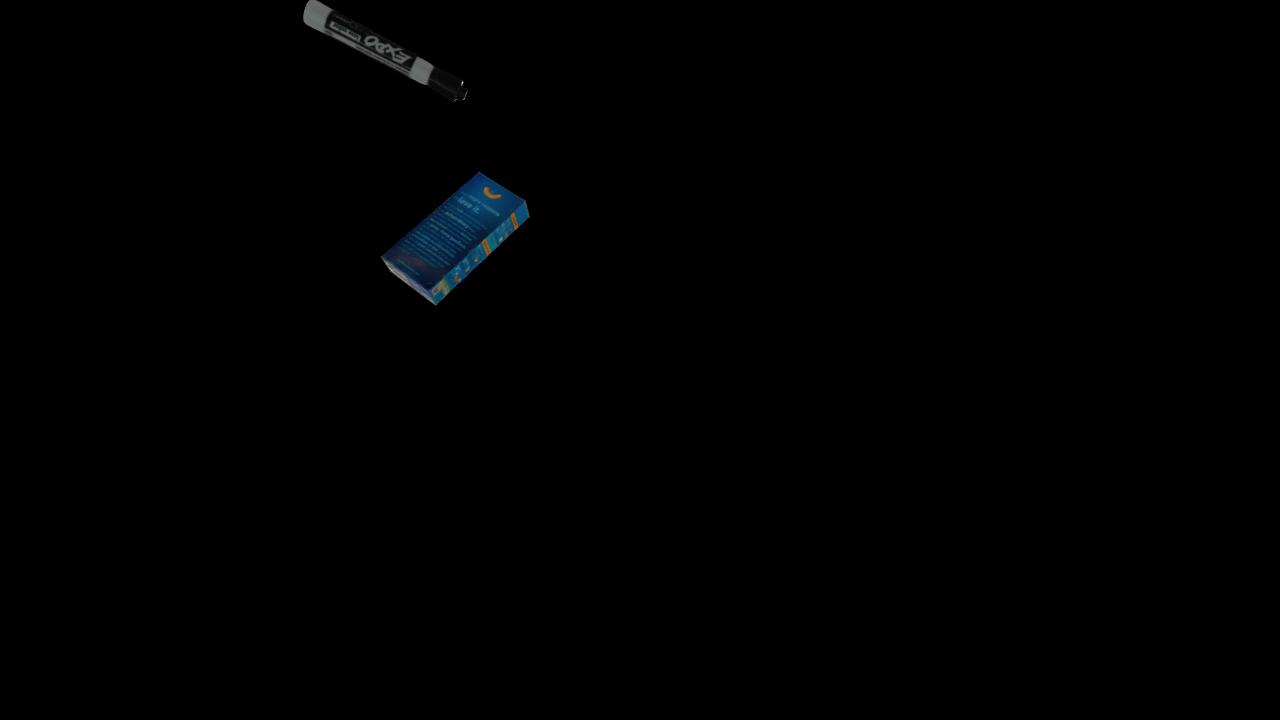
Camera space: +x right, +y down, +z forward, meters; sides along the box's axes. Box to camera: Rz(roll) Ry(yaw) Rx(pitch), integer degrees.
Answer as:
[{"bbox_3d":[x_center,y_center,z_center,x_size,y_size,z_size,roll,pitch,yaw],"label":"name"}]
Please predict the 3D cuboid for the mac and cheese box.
[{"bbox_3d":[-0.245,-0.167,0.828,0.093,0.184,0.041,34,-22,18],"label":"mac and cheese box"}]

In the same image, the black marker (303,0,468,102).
[{"bbox_3d":[-0.191,-0.233,0.470,0.121,0.020,0.020,24,-7,-17],"label":"black marker"}]
